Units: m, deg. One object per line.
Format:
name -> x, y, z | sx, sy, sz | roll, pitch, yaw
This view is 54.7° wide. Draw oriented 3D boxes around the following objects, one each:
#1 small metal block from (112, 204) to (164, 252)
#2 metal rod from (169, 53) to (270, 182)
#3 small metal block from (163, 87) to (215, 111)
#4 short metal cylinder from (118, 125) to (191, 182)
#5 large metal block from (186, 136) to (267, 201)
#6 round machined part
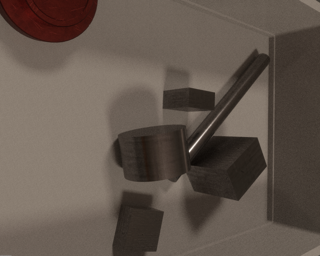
small metal block -> -0.026, 0.125, 0.387 | 0.050, 0.025, 0.050 | 19, 78, -39
metal rod -> 0.102, -0.031, 0.494 | 0.301, 0.025, 0.025 | -47, 118, -30
small metal block -> 0.040, -0.038, 0.426 | 0.050, 0.050, 0.025 | 4, 88, -40
short metal cylinder -> -0.006, 0.027, 0.368 | 0.081, 0.080, 0.050 | -13, 99, -40
large metal block -> 0.095, 0.055, 0.453 | 0.080, 0.080, 0.050 | -37, 113, -34
round machined part -> -0.103, -0.132, 0.296 | 0.099, 0.042, 0.097 | -14, 113, -36
